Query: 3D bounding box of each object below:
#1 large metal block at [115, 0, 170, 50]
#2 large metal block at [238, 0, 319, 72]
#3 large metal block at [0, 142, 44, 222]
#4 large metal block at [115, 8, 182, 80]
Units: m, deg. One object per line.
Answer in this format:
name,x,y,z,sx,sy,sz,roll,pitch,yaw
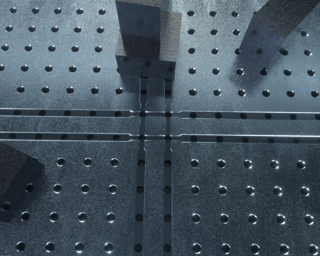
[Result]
large metal block,-0.017,-0.158,0.387,0.050,0.080,0.080,9,70,3
large metal block,0.163,-0.140,0.436,0.050,0.080,0.080,41,75,13
large metal block,-0.205,0.058,0.375,0.080,0.050,0.080,24,72,8
large metal block,-0.014,-0.120,0.442,0.080,0.050,0.080,7,70,2
